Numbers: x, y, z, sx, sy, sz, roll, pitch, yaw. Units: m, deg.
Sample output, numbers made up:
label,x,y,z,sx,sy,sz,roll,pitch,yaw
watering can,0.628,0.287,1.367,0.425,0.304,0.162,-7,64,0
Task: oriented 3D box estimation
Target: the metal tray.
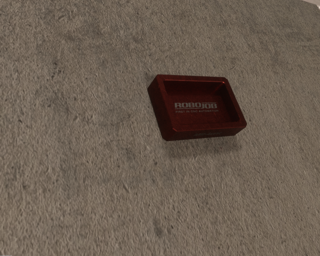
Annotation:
label,x,y,z,sx,sy,sz,roll,pitch,yaw
metal tray,0.055,-0.031,0.451,0.131,0.030,0.090,-3,63,-30
